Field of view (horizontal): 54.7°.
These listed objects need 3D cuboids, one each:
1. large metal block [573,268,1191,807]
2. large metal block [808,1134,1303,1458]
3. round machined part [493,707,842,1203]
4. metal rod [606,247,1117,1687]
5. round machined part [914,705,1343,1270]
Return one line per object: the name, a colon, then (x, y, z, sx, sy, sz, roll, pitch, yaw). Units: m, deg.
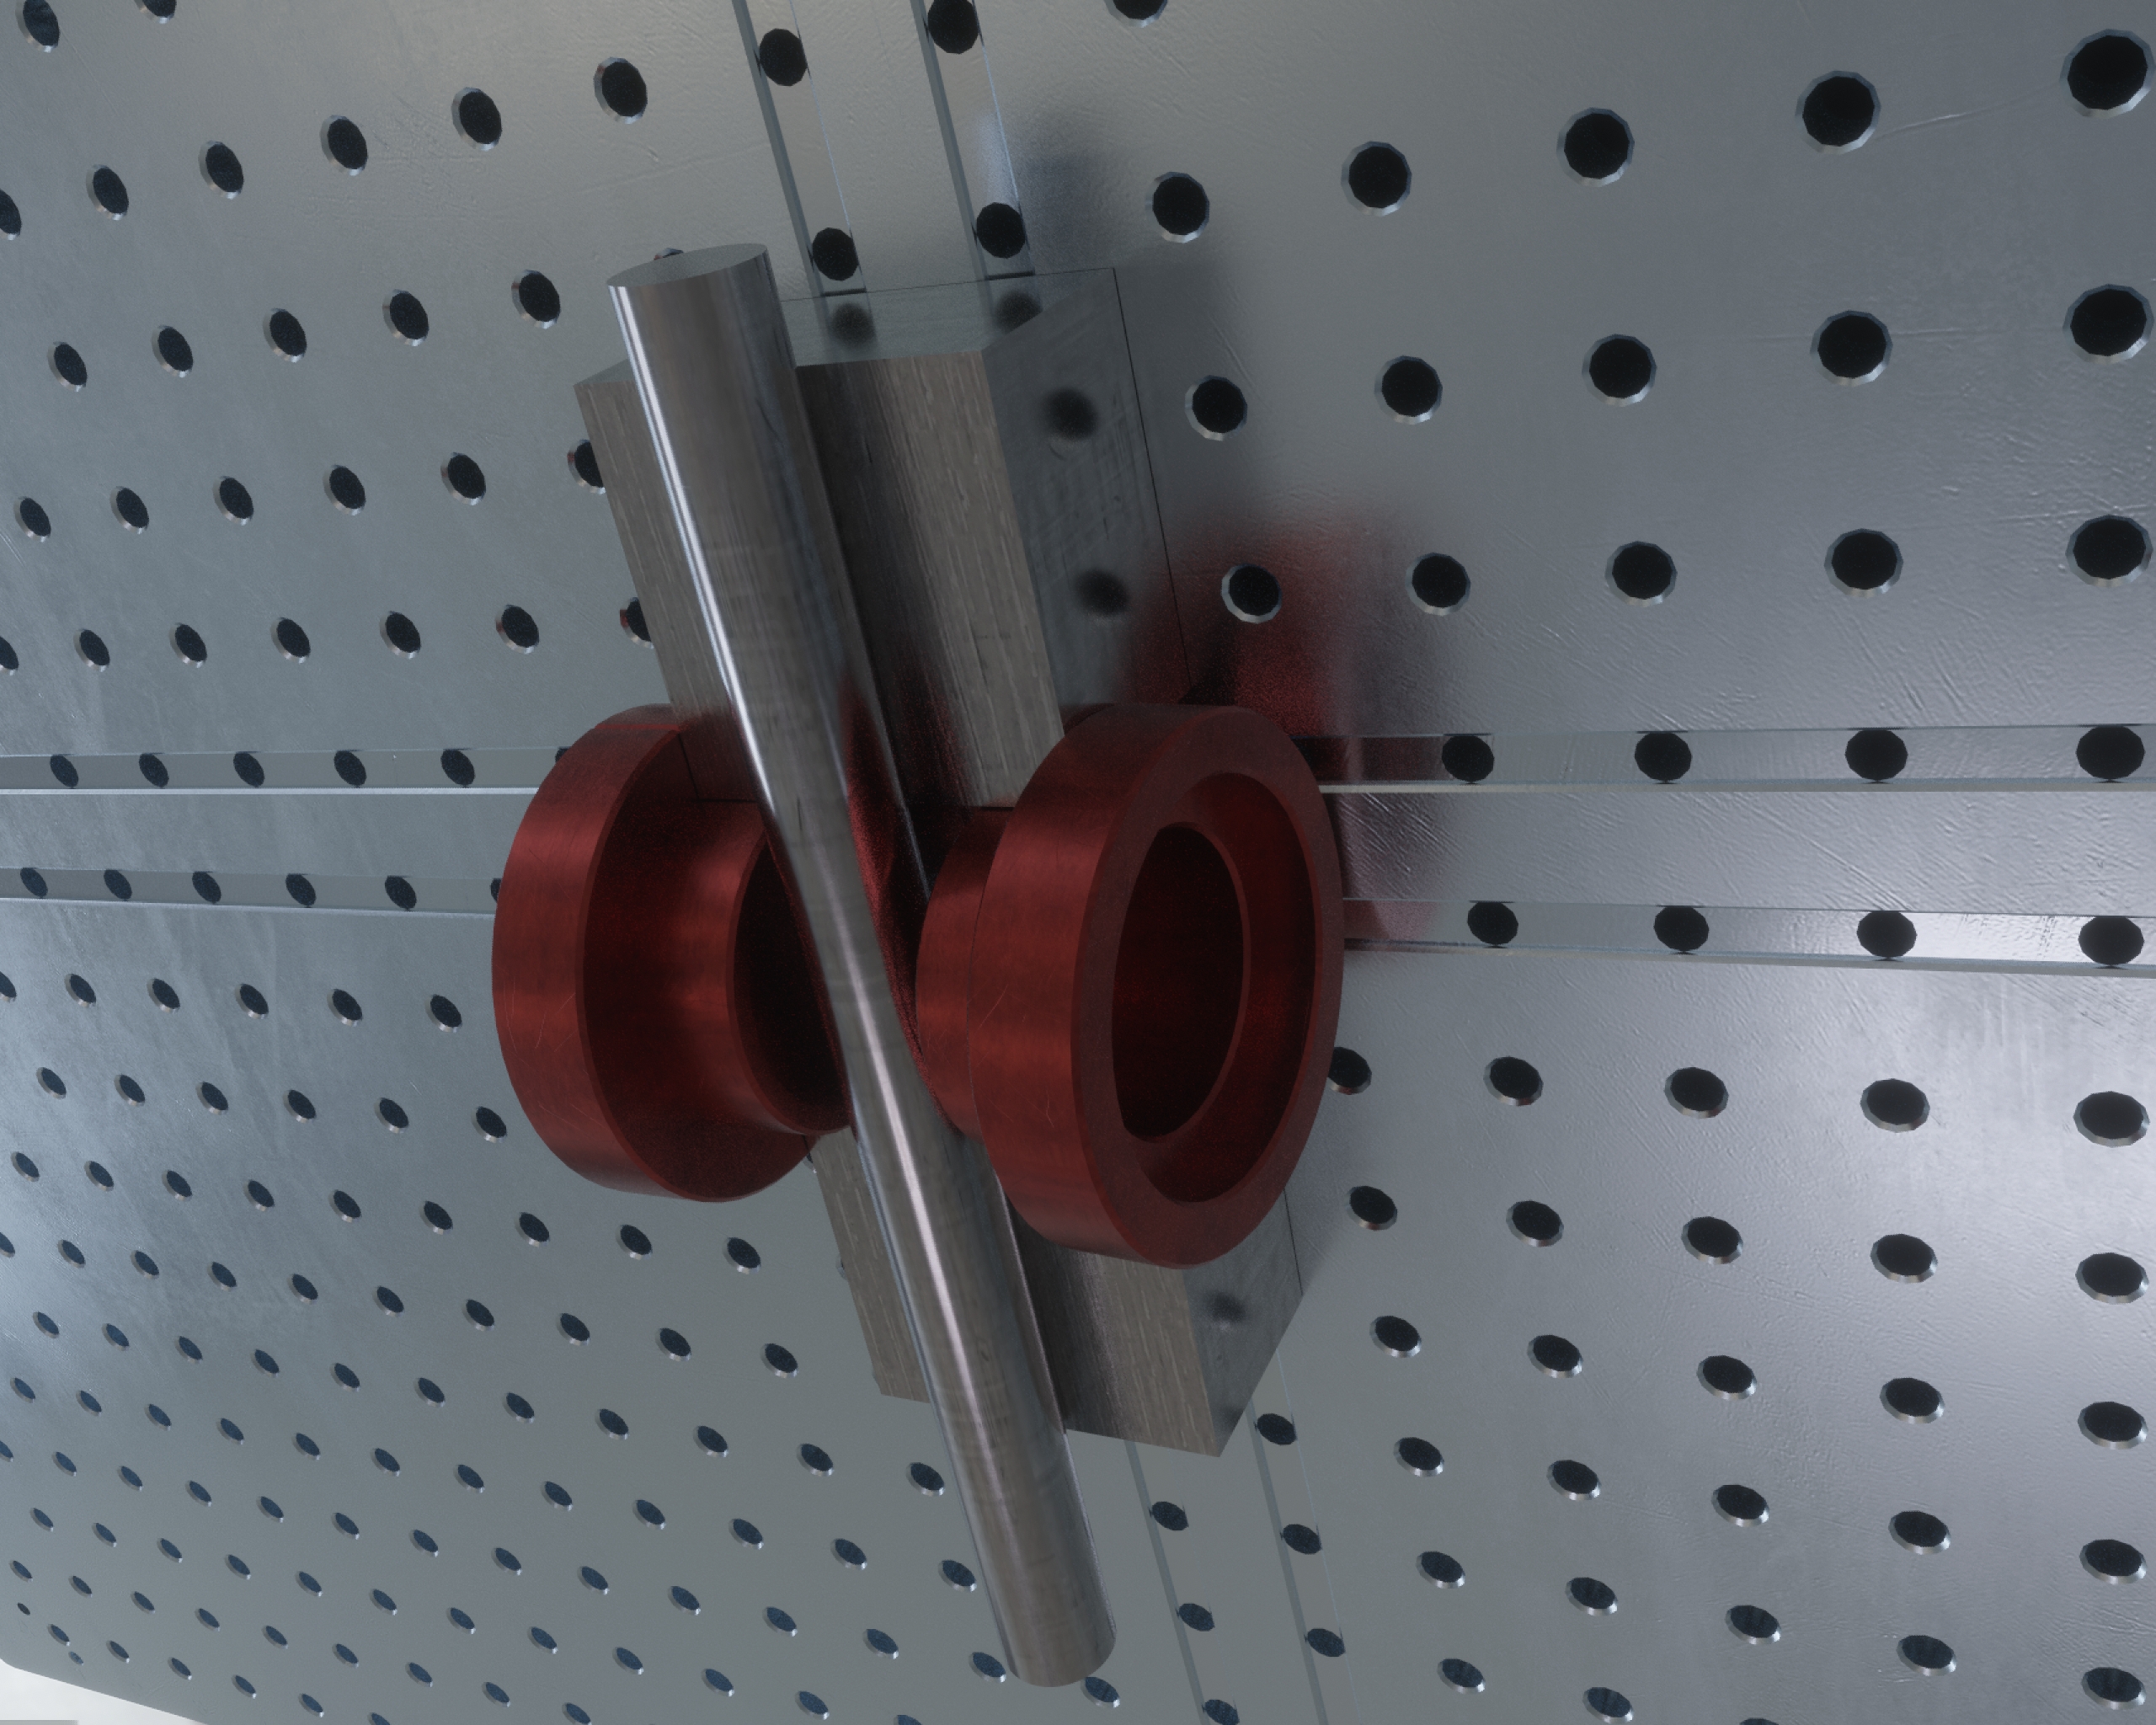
large metal block: (-0.033, -0.057, 0.376, 0.080, 0.050, 0.079, 2, 120, 27)
large metal block: (-0.004, 0.072, 0.441, 0.080, 0.050, 0.079, 3, 120, 27)
round machined part: (-0.064, 0.017, 0.408, 0.042, 0.098, 0.097, 2, 119, 27)
metal rod: (-0.032, 0.039, 0.387, 0.025, 0.025, 0.298, 2, 120, 27)
round machined part: (0.008, 0.020, 0.372, 0.042, 0.099, 0.097, 5, 121, 32)
